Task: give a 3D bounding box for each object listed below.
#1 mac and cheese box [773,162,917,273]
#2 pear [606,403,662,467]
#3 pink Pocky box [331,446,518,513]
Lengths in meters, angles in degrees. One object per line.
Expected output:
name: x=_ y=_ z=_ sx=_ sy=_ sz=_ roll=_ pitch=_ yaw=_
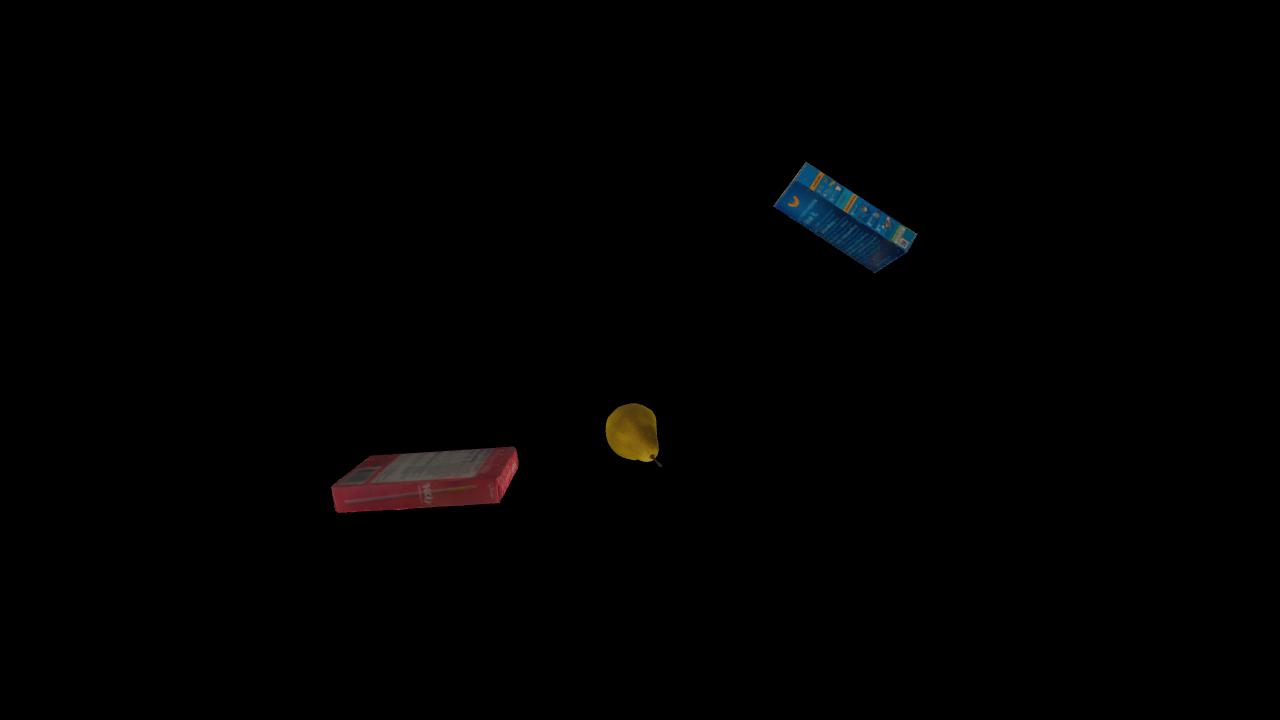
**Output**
mac and cheese box: x=0.291 y=-0.202 z=0.885 sx=0.184 sy=0.041 sz=0.093 roll=34 pitch=-11 yaw=0
pear: x=-0.003 y=0.106 z=0.832 sx=0.080 sy=0.080 sz=0.111 roll=0 pitch=17 yaw=-23
pink Pocky box: x=-0.202 y=0.114 z=0.596 sx=0.155 sy=0.029 sz=0.084 roll=-4 pitch=12 yaw=1
